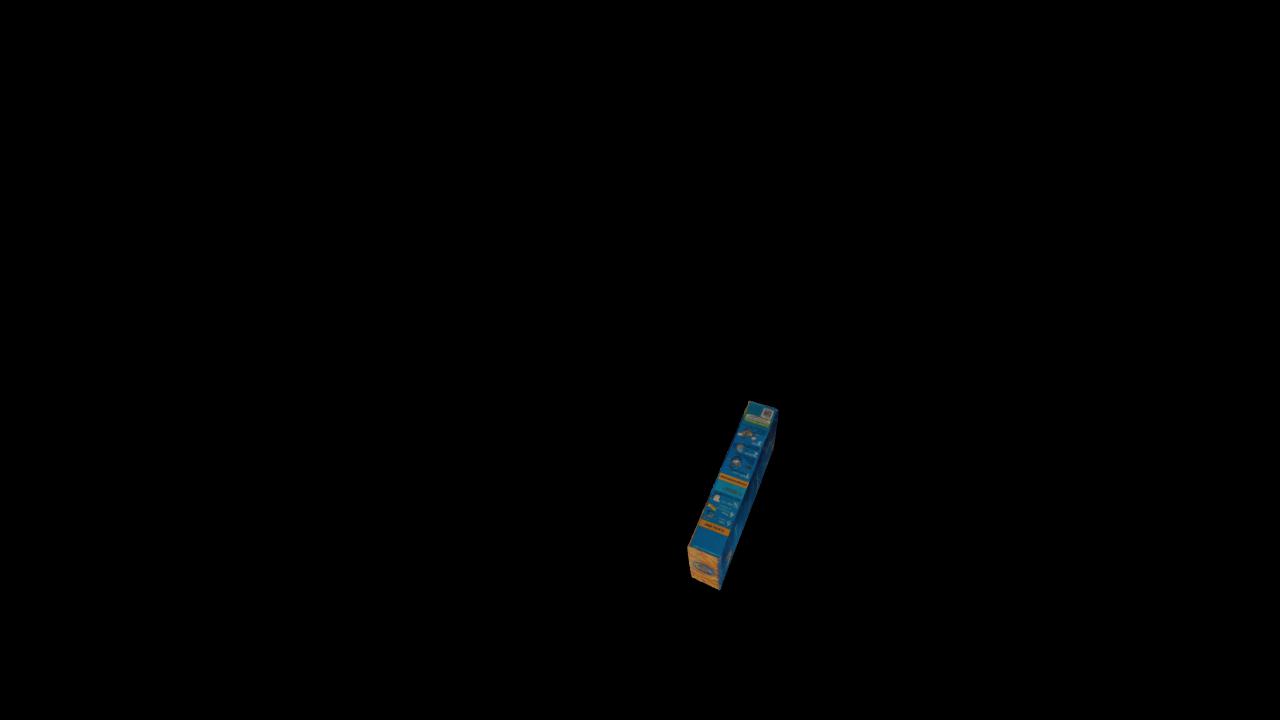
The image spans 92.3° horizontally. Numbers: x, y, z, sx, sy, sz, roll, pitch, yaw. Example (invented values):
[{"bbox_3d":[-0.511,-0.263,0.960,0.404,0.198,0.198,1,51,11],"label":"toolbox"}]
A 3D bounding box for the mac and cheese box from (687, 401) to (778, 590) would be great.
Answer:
[{"bbox_3d":[0.104,0.145,0.673,0.041,0.184,0.093,18,-34,19],"label":"mac and cheese box"}]
